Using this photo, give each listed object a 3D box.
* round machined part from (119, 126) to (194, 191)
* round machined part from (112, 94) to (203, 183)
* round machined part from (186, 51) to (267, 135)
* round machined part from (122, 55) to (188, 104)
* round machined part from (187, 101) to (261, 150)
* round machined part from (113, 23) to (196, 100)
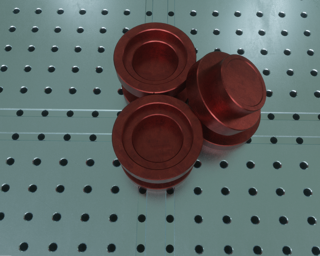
[{"bbox_3d":[-0.003,0.029,0.393,0.099,0.042,0.098,0,70,0],"label":"round machined part"},{"bbox_3d":[-0.003,0.014,0.352,0.099,0.042,0.098,0,70,0],"label":"round machined part"},{"bbox_3d":[0.081,-0.044,0.352,0.099,0.042,0.098,12,66,-30],"label":"round machined part"},{"bbox_3d":[-0.004,-0.064,0.427,0.099,0.042,0.098,0,70,0],"label":"round machined part"},{"bbox_3d":[0.085,-0.023,0.412,0.099,0.042,0.098,0,70,0],"label":"round machined part"},{"bbox_3d":[-0.006,-0.078,0.386,0.099,0.042,0.098,0,70,0],"label":"round machined part"}]
